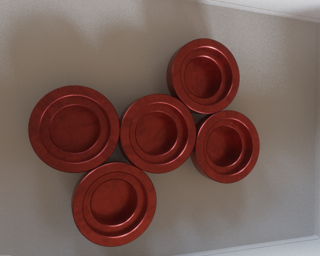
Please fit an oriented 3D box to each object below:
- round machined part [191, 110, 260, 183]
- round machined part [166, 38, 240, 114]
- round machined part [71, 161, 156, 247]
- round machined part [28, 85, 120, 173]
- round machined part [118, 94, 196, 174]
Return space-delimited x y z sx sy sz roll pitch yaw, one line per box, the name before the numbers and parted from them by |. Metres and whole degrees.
round machined part | 0.085 0.025 0.430 0.099 0.042 0.097 0 90 -20
round machined part | 0.054 -0.067 0.419 0.099 0.042 0.097 0 90 -20
round machined part | -0.057 0.088 0.377 0.099 0.042 0.097 0 90 -20
round machined part | -0.100 0.001 0.362 0.099 0.042 0.097 0 90 -20
round machined part | -0.007 0.007 0.395 0.099 0.042 0.097 0 90 -20
